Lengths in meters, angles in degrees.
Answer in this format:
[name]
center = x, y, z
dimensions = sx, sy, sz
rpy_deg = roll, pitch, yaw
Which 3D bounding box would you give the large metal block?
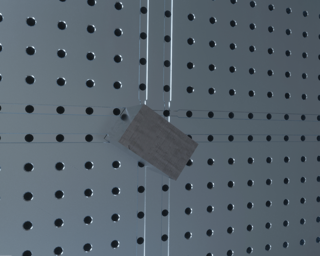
[large metal block]
center = -0.014, 0.016, 0.379
dimensions = 0.080, 0.080, 0.050
rpy_deg = 36, 78, -17
